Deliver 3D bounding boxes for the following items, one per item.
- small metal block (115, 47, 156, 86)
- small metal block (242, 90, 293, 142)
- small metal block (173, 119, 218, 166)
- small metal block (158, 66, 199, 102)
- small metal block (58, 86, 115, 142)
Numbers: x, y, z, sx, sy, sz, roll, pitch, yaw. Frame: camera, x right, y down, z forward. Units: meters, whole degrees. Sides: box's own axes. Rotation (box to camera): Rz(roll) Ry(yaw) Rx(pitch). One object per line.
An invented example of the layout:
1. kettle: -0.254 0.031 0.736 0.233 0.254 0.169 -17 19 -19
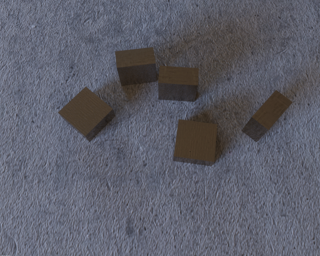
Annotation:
1. small metal block: -0.032 -0.083 0.425 0.050 0.050 0.025 -7 70 -3
2. small metal block: 0.137 -0.014 0.401 0.025 0.050 0.050 41 75 13
3. small metal block: 0.045 0.019 0.401 0.050 0.025 0.050 8 70 3
4. small metal block: 0.024 -0.058 0.416 0.050 0.050 0.025 4 70 1
5. small metal block: -0.097 -0.018 0.414 0.050 0.025 0.050 39 74 13
